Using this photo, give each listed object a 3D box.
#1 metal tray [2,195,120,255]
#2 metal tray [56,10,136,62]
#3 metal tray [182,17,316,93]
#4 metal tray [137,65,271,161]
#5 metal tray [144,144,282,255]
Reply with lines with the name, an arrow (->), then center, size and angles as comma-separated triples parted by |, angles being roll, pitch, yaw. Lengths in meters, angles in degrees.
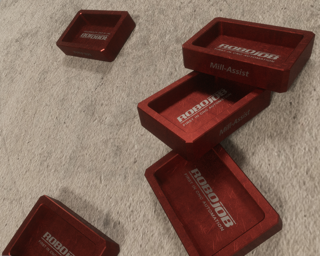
metal tray -> -0.122, 0.149, 0.371 | 0.130, 0.030, 0.090 | 21, 72, 35
metal tray -> -0.119, -0.171, 0.565 | 0.130, 0.030, 0.090 | 16, 70, 34
metal tray -> 0.104, -0.094, 0.375 | 0.130, 0.030, 0.090 | 22, 51, 30
metal tray -> 0.052, -0.027, 0.358 | 0.131, 0.030, 0.090 | -33, 47, -23
metal tray -> 0.050, 0.073, 0.328 | 0.090, 0.030, 0.130 | -37, 51, 3
